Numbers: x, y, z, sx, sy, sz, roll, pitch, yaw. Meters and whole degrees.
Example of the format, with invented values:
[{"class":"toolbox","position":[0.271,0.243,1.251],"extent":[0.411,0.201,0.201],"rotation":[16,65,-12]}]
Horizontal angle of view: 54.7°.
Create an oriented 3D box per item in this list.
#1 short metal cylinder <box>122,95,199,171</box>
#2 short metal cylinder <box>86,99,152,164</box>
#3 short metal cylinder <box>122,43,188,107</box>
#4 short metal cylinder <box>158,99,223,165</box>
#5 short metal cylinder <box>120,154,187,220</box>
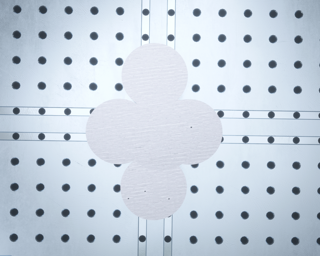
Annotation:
[{"class":"short metal cylinder","position":[0.001,0.005,0.350],"extent":[0.081,0.050,0.079],"rotation":[0,90,0]},{"class":"short metal cylinder","position":[-0.050,0.004,0.400],"extent":[0.081,0.050,0.079],"rotation":[0,90,0]},{"class":"short metal cylinder","position":[-0.007,-0.064,0.400],"extent":[0.081,0.050,0.079],"rotation":[0,90,-1]},{"class":"short metal cylinder","position":[0.036,0.005,0.400],"extent":[0.081,0.050,0.079],"rotation":[0,90,0]},{"class":"short metal cylinder","position":[-0.008,0.072,0.400],"extent":[0.081,0.050,0.080],"rotation":[0,88,-1]}]
